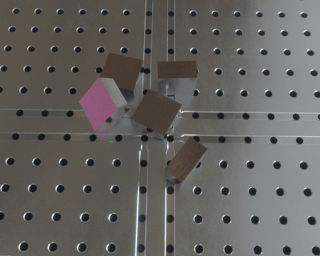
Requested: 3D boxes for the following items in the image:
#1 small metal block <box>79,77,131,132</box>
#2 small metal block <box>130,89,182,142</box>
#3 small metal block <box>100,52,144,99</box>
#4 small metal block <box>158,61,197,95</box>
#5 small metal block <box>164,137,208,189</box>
[{"bbox_3d":[-0.074,-0.030,0.408,0.050,0.025,0.050,-42,70,31],"label":"small metal block"},{"bbox_3d":[-0.005,-0.017,0.418,0.050,0.025,0.050,27,72,9],"label":"small metal block"},{"bbox_3d":[-0.054,-0.074,0.439,0.050,0.025,0.050,14,71,5],"label":"small metal block"},{"bbox_3d":[0.022,-0.067,0.423,0.050,0.050,0.025,-1,70,-1],"label":"small metal block"},{"bbox_3d":[0.031,0.044,0.383,0.025,0.050,0.050,36,74,12],"label":"small metal block"}]
